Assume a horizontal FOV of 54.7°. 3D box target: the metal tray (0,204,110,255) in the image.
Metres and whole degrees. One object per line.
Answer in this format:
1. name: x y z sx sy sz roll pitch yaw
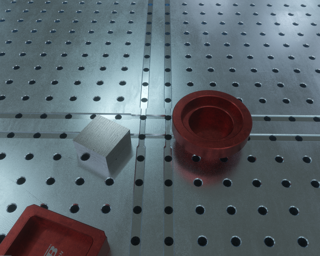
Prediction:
1. metal tray: -0.115 0.144 0.281 0.090 0.030 0.130 17 52 13

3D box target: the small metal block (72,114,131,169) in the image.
1. small metal block: -0.072 0.016 0.393 0.050 0.025 0.050 25 54 19

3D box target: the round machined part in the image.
1. round machined part: 0.064 0.000 0.398 0.099 0.042 0.098 0 50 0
